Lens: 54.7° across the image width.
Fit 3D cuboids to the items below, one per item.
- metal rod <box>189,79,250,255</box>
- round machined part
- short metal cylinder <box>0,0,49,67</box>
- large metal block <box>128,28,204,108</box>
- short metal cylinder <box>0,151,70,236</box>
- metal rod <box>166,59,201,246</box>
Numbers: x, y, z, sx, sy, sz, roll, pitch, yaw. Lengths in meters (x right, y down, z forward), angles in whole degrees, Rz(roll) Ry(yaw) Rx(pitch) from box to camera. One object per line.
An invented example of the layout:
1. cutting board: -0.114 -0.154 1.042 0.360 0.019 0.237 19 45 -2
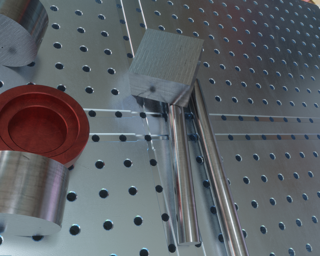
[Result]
1. metal rod: 0.075 0.062 0.409 0.025 0.025 0.299 3 60 -27
2. round machined part: -0.128 0.006 0.323 0.099 0.042 0.098 14 54 -20
3. short metal cylinder: -0.174 -0.116 0.350 0.081 0.080 0.050 16 55 -19
4. large metal block: 0.010 -0.082 0.423 0.080 0.050 0.080 14 61 8
5. short metal cylinder: -0.124 0.060 0.270 0.081 0.080 0.050 14 57 -21
6. metal rod: 0.023 0.000 0.420 0.025 0.025 0.299 10 57 -23
